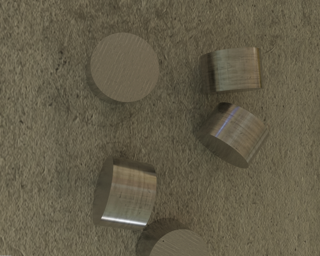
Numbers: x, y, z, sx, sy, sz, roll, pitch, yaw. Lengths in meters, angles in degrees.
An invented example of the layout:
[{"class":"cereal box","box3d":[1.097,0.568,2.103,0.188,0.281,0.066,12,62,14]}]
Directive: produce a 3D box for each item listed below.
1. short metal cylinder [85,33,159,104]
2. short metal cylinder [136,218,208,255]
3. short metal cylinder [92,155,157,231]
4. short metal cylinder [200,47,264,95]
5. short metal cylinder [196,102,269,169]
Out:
[{"class":"short metal cylinder","box3d":[-0.047,-0.070,0.378,0.081,0.050,0.080,0,90,-20]},{"class":"short metal cylinder","box3d":[0.015,0.163,0.401,0.081,0.050,0.080,0,90,-20]},{"class":"short metal cylinder","box3d":[-0.043,0.076,0.364,0.050,0.080,0.080,15,85,-20]},{"class":"short metal cylinder","box3d":[0.095,-0.074,0.415,0.081,0.080,0.050,-6,92,-20]},{"class":"short metal cylinder","box3d":[0.096,0.010,0.415,0.080,0.080,0.050,40,77,-16]}]
